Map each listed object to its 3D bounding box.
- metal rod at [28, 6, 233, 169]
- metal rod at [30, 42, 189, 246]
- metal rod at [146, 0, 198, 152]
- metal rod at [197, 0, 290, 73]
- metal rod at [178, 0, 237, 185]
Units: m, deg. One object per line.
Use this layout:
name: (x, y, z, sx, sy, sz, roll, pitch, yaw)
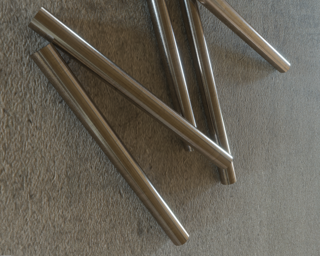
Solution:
metal rod: (-0.014, -0.031, 0.372, 0.301, 0.025, 0.025, 36, 68, -28)
metal rod: (-0.044, 0.037, 0.367, 0.025, 0.025, 0.299, -47, 118, -30)
metal rod: (0.010, -0.112, 0.412, 0.025, 0.025, 0.298, -25, 106, -37)
metal rod: (0.141, -0.155, 0.503, 0.302, 0.025, 0.025, 19, 78, -44)
metal rod: (0.072, -0.055, 0.464, 0.025, 0.025, 0.298, -25, 106, -37)
